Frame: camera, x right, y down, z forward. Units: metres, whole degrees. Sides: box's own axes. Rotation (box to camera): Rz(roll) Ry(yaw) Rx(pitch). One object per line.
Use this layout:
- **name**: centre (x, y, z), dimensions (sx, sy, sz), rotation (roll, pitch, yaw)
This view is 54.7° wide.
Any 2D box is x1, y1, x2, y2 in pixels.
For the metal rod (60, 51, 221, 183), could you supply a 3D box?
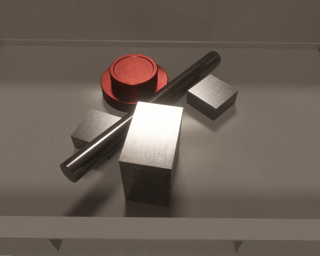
- **metal rod**: centre (-0.004, -0.033, 0.412), dimensions (0.025, 0.025, 0.302), rotation (31, 50, 23)

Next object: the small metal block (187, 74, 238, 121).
- **small metal block**: centre (0.075, -0.045, 0.444), dimensions (0.050, 0.025, 0.050), rotation (37, 59, 26)

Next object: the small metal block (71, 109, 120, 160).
- **small metal block**: centre (-0.077, 0.007, 0.398), dimensions (0.050, 0.025, 0.050), rotation (17, 52, 14)

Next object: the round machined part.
- **round machined part**: centre (-0.037, -0.072, 0.454), dimensions (0.099, 0.042, 0.098), rotation (0, 50, 0)

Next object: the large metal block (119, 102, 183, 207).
- **large metal block**: centre (-0.007, 0.030, 0.344), dimensions (0.050, 0.080, 0.080), rotation (8, 51, 6)
